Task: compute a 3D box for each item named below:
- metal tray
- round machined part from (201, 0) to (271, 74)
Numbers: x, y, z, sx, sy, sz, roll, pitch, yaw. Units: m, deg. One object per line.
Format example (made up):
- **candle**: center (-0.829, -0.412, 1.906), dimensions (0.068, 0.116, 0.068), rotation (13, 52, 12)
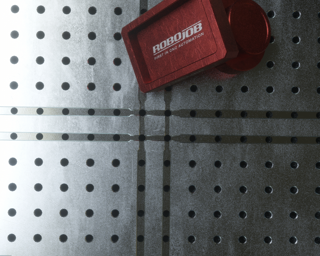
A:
- **metal tray**: center (0.018, -0.104, 0.373), dimensions (0.130, 0.030, 0.090), rotation (-18, 91, 39)
- **round machined part**: center (0.098, -0.119, 0.386), dimensions (0.099, 0.042, 0.097), rotation (3, 84, -29)
